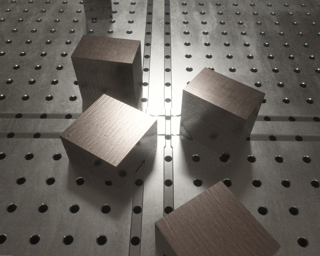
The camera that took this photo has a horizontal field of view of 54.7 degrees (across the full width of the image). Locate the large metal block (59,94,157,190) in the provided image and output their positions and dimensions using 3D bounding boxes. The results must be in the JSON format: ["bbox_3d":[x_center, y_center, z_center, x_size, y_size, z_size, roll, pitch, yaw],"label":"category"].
[{"bbox_3d":[-0.059,0.014,0.379,0.080,0.050,0.080,26,54,19],"label":"large metal block"}]

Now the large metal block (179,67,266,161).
[{"bbox_3d":[0.074,-0.017,0.387,0.080,0.080,0.050,29,56,22],"label":"large metal block"}]

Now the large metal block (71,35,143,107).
[{"bbox_3d":[-0.070,-0.080,0.438,0.080,0.080,0.050,8,51,6],"label":"large metal block"}]

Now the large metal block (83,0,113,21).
[{"bbox_3d":[-0.122,-0.265,0.593,0.050,0.080,0.080,-6,50,-5],"label":"large metal block"}]

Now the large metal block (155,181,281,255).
[{"bbox_3d":[0.051,0.112,0.298,0.081,0.050,0.080,-27,55,-21],"label":"large metal block"}]
